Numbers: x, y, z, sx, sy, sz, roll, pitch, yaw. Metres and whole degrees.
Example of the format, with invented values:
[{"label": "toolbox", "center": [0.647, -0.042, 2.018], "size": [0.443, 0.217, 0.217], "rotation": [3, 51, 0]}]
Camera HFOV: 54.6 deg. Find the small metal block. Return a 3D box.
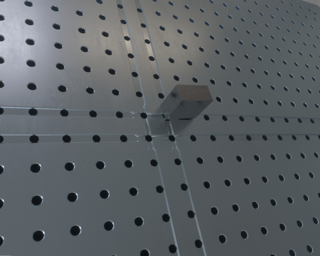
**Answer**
[{"label": "small metal block", "center": [0.037, -0.035, 0.433], "size": [0.050, 0.050, 0.025], "rotation": [-2, 63, -29]}]
